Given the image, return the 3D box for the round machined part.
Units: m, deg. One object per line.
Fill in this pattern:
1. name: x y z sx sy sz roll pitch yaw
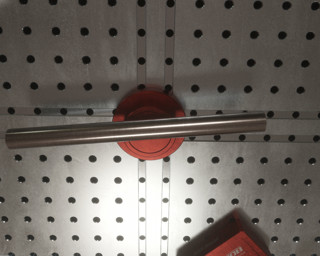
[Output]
1. round machined part: -0.013 -0.001 0.404 0.099 0.042 0.097 0 110 -1

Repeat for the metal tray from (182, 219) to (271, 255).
1. metal tray: 0.101 0.215 0.491 0.130 0.030 0.090 -40 106 13

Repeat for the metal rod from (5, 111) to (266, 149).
1. metal rod: -0.028 0.003 0.369 0.302 0.025 0.025 -4 110 1
